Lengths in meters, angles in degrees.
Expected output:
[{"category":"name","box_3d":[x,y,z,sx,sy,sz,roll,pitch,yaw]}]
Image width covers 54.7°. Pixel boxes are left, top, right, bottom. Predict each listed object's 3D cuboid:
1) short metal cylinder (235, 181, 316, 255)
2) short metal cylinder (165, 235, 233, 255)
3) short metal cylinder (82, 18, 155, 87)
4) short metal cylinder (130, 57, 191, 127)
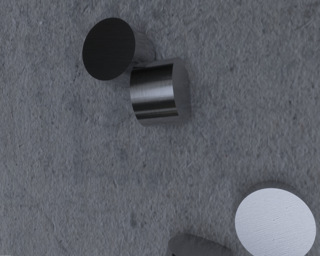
[{"category":"short metal cylinder","box_3d":[0.129,0.103,0.350,0.080,0.050,0.079,0,90,19]},{"category":"short metal cylinder","box_3d":[0.043,0.169,0.364,0.080,0.080,0.050,14,95,19]},{"category":"short metal cylinder","box_3d":[-0.054,-0.097,0.408,0.080,0.050,0.080,-2,85,26]},{"category":"short metal cylinder","box_3d":[0.003,-0.043,0.378,0.050,0.080,0.080,-5,88,19]}]
